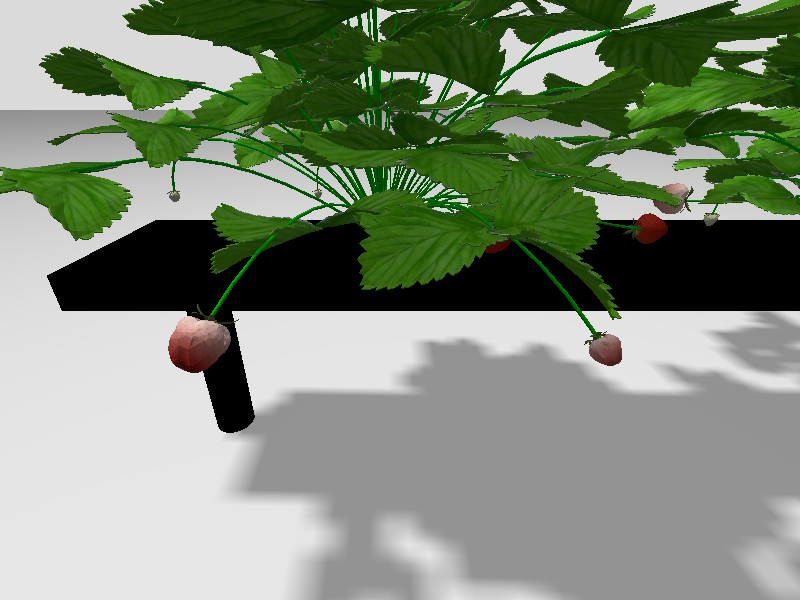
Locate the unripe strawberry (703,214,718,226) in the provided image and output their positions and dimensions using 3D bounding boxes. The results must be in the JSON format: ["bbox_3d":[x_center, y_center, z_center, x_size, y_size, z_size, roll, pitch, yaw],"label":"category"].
[{"bbox_3d":[0.292,-0.075,0.377,0.011,0.011,0.011,4,27,7],"label":"unripe strawberry"}]

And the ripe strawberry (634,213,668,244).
[{"bbox_3d":[0.224,-0.063,0.357,0.027,0.026,0.025,1,27,1],"label":"ripe strawberry"}]

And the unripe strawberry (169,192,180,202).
[{"bbox_3d":[-0.226,-0.104,0.402,0.010,0.010,0.011,7,28,13],"label":"unripe strawberry"}]

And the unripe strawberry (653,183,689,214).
[{"bbox_3d":[0.298,-0.113,0.443,0.032,0.033,0.029,17,32,31],"label":"unripe strawberry"}]

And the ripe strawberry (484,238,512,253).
[{"bbox_3d":[0.080,-0.056,0.337,0.033,0.032,0.031,7,28,13],"label":"ripe strawberry"}]

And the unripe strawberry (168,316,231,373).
[{"bbox_3d":[-0.097,0.022,0.191,0.028,0.026,0.025,11,-24,21],"label":"unripe strawberry"}]

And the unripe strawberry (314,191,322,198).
[{"bbox_3d":[-0.099,-0.128,0.486,0.009,0.010,0.010,-15,31,-27],"label":"unripe strawberry"}]
